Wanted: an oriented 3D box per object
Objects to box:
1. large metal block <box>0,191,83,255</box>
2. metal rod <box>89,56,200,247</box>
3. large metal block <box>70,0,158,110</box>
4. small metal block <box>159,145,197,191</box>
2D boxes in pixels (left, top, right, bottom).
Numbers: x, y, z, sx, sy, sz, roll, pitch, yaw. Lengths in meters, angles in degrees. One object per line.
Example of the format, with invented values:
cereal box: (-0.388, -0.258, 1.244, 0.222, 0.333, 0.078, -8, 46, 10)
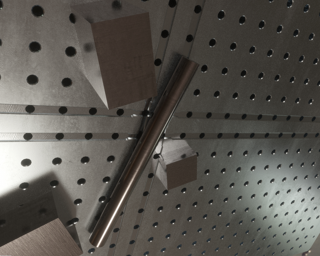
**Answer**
large metal block: (-0.157, 0.141, 0.398, 0.080, 0.050, 0.080, -26, 128, -13)
metal rod: (-0.028, 0.043, 0.423, 0.025, 0.025, 0.298, 16, 110, -35)
large metal block: (-0.046, -0.076, 0.305, 0.050, 0.080, 0.079, -19, 126, -18)
small metal block: (0.027, 0.060, 0.465, 0.050, 0.025, 0.050, -17, 125, -19)
